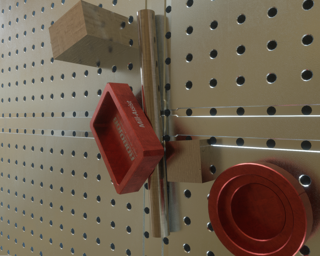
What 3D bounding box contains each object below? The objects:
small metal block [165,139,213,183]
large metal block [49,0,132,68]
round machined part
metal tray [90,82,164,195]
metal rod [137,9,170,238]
[{"bbox_3d":[0.035,0.040,0.379,0.050,0.025,0.050,-5,87,39],"label":"small metal block"},{"bbox_3d":[-0.102,-0.133,0.455,0.080,0.081,0.050,-20,78,38],"label":"large metal block"},{"bbox_3d":[0.102,0.082,0.313,0.098,0.042,0.097,0,90,39],"label":"round machined part"},{"bbox_3d":[-0.051,0.012,0.422,0.089,0.030,0.130,-58,48,37],"label":"metal tray"},{"bbox_3d":[-0.009,-0.008,0.414,0.025,0.025,0.298,-7,86,39],"label":"metal rod"}]
